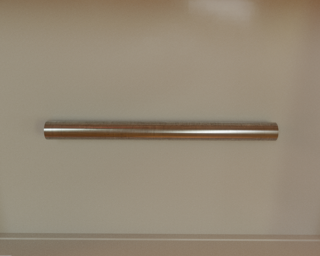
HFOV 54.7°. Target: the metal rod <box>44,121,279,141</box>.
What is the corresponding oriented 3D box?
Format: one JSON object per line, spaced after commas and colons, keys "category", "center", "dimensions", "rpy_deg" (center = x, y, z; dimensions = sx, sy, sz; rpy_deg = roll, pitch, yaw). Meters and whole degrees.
{"category": "metal rod", "center": [0.002, 0.004, 0.411], "dimensions": [0.302, 0.025, 0.025], "rpy_deg": [0, 110, -1]}
